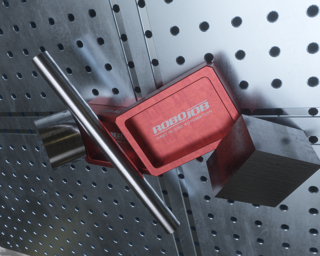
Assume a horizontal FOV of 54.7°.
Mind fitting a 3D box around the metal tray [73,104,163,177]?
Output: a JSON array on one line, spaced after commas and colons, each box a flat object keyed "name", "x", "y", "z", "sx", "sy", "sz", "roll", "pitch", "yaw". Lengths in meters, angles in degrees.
[{"name": "metal tray", "x": -0.056, "y": 0.016, "z": 0.447, "sx": 0.130, "sy": 0.030, "sz": 0.089, "roll": 7, "pitch": 122, "yaw": 24}]

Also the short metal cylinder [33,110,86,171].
[{"name": "short metal cylinder", "x": -0.149, "y": 0.018, "z": 0.462, "sx": 0.080, "sy": 0.050, "sz": 0.079, "roll": 47, "pitch": 149, "yaw": 41}]

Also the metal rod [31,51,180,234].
[{"name": "metal rod", "x": -0.068, "y": 0.027, "z": 0.425, "sx": 0.025, "sy": 0.025, "sz": 0.299, "roll": -28, "pitch": 103, "yaw": 37}]

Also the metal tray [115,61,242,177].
[{"name": "metal tray", "x": 0.025, "y": -0.008, "z": 0.366, "sx": 0.130, "sy": 0.030, "sz": 0.090, "roll": -28, "pitch": 104, "yaw": 20}]

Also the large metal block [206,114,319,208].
[{"name": "large metal block", "x": 0.109, "y": 0.039, "z": 0.339, "sx": 0.081, "sy": 0.050, "sz": 0.079, "roll": 13, "pitch": 131, "yaw": -18}]
